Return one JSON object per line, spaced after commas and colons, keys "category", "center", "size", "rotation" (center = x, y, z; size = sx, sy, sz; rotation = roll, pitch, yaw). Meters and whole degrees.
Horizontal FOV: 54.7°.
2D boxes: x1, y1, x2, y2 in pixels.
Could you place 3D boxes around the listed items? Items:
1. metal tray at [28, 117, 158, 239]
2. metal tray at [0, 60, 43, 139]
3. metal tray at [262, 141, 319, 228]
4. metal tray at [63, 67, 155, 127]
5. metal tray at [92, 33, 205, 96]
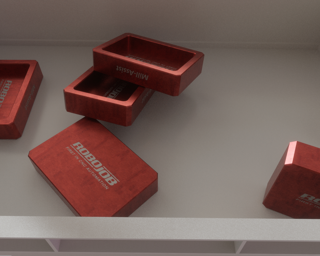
{"category": "metal tray", "center": [-0.077, 0.050, 0.359], "size": [0.091, 0.030, 0.130], "rotation": [-37, 59, -27]}
{"category": "metal tray", "center": [-0.228, -0.044, 0.435], "size": [0.091, 0.030, 0.130], "rotation": [0, 50, -1]}
{"category": "metal tray", "center": [0.180, 0.070, 0.306], "size": [0.130, 0.089, 0.030], "rotation": [19, 53, 15]}
{"category": "metal tray", "center": [-0.059, -0.058, 0.428], "size": [0.090, 0.030, 0.130], "rotation": [14, 37, 11]}
{"category": "metal tray", "center": [-0.015, -0.093, 0.431], "size": [0.130, 0.030, 0.090], "rotation": [20, 38, 19]}
